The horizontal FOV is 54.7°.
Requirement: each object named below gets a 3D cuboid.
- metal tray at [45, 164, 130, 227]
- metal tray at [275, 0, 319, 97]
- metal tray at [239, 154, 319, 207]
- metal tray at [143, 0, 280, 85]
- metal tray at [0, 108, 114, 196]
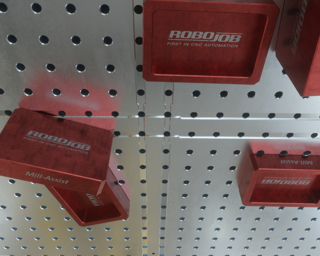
[{"bbox_3d":[-0.113,0.105,0.495,0.090,0.030,0.129,-13,129,10],"label":"metal tray"},{"bbox_3d":[0.143,-0.105,0.281,0.030,0.090,0.129,-3,130,2],"label":"metal tray"},{"bbox_3d":[0.199,0.084,0.483,0.131,0.030,0.089,2,130,-2],"label":"metal tray"},{"bbox_3d":[0.048,-0.093,0.329,0.131,0.030,0.089,1,130,-2],"label":"metal tray"},{"bbox_3d":[-0.130,0.028,0.391,0.131,0.090,0.030,15,128,-13],"label":"metal tray"}]
